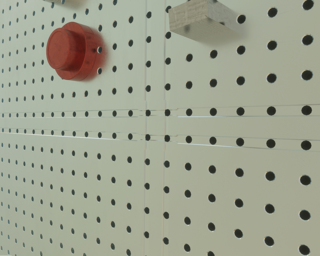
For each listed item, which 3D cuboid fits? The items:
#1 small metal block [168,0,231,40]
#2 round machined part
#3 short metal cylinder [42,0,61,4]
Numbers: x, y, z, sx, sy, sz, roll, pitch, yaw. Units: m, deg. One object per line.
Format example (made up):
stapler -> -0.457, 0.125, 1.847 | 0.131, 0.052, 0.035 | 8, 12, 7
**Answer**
small metal block -> 0.046, -0.124, 0.354 | 0.050, 0.050, 0.025 | -6, 86, 39
round machined part -> -0.155, -0.130, 0.523 | 0.098, 0.042, 0.097 | 0, 90, 39
short metal cylinder -> -0.211, -0.275, 0.564 | 0.080, 0.050, 0.079 | 0, 90, 39
